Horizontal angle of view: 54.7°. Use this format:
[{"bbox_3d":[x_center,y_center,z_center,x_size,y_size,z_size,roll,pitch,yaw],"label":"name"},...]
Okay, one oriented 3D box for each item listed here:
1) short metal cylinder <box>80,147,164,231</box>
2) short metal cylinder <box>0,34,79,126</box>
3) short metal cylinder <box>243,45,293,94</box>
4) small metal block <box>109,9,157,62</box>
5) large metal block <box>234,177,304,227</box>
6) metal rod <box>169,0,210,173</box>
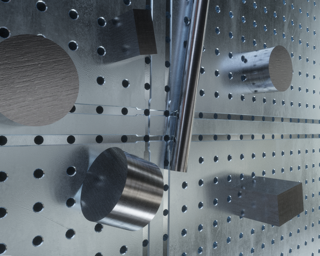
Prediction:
[{"bbox_3d":[-0.042,0.067,0.338,0.050,0.080,0.080,29,72,-36],"label":"short metal cylinder"},{"bbox_3d":[-0.124,-0.041,0.289,0.081,0.050,0.080,0,90,-40],"label":"short metal cylinder"},{"bbox_3d":[0.194,-0.103,0.555,0.081,0.050,0.080,0,90,-40],"label":"short metal cylinder"},{"bbox_3d":[-0.032,-0.107,0.365,0.025,0.050,0.050,-15,100,-39],"label":"small metal block"},{"bbox_3d":[0.186,0.122,0.529,0.081,0.080,0.050,-10,97,-40],"label":"large metal block"},{"bbox_3d":[0.046,-0.087,0.447,0.025,0.025,0.298,14,81,-39],"label":"metal rod"}]
